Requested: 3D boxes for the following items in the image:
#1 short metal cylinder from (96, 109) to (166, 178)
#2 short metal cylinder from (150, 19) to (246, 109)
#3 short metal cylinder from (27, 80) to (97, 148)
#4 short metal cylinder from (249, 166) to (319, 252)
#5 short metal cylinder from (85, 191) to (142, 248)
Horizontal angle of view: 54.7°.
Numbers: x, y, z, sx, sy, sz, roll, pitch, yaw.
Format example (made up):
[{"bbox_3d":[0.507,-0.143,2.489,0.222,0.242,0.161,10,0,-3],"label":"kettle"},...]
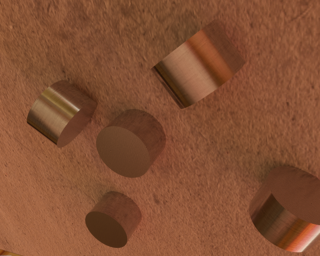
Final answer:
[{"bbox_3d":[-0.039,0.021,0.422,0.080,0.050,0.079,13,124,20],"label":"short metal cylinder"},{"bbox_3d":[0.037,-0.063,0.312,0.080,0.080,0.050,-31,101,37],"label":"short metal cylinder"},{"bbox_3d":[-0.134,-0.019,0.428,0.050,0.080,0.080,37,129,3],"label":"short metal cylinder"},{"bbox_3d":[0.149,0.089,0.348,0.080,0.080,0.050,26,127,12],"label":"short metal cylinder"},{"bbox_3d":[-0.078,0.155,0.526,0.080,0.050,0.079,13,124,20],"label":"short metal cylinder"}]
